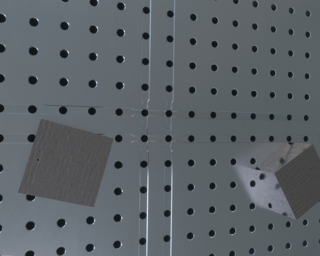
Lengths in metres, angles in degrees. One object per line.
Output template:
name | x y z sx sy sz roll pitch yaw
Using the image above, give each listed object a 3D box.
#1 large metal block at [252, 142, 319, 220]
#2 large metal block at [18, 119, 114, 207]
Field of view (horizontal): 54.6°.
large metal block | 0.202 0.078 0.473 0.080 0.050 0.080 -31 100 -17
large metal block | -0.108 0.039 0.359 0.080 0.050 0.080 17 84 -19
